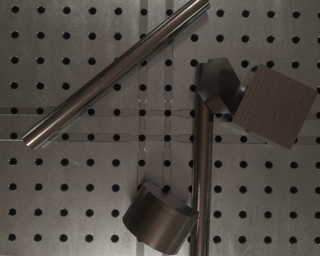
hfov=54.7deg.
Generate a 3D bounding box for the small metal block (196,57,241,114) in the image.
[{"bbox_3d":[0.076,-0.053,0.392,0.025,0.050,0.050,2,59,39],"label":"small metal block"}]

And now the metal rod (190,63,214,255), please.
[{"bbox_3d":[0.056,0.064,0.414,0.025,0.025,0.298,2,90,-1],"label":"metal rod"}]

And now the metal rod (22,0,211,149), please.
[{"bbox_3d":[-0.057,-0.076,0.412,0.300,0.025,0.025,-39,91,-1],"label":"metal rod"}]

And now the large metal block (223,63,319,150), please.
[{"bbox_3d":[0.141,-0.026,0.403,0.080,0.050,0.080,26,90,-1],"label":"large metal block"}]

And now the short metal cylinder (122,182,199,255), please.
[{"bbox_3d":[0.001,0.111,0.386,0.080,0.080,0.050,31,90,-1],"label":"short metal cylinder"}]
